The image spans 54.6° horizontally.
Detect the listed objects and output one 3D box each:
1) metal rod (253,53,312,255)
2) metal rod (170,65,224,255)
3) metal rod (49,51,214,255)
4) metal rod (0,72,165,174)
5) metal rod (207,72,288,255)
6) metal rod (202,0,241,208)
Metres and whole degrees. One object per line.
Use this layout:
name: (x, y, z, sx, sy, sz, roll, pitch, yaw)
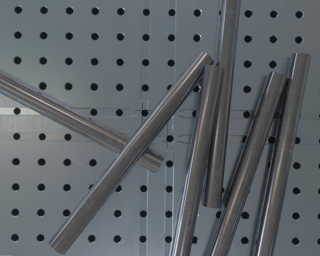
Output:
metal rod: (0.161, 0.050, 0.414, 0.025, 0.025, 0.299, 11, 90, 0)
metal rod: (0.044, 0.069, 0.403, 0.025, 0.025, 0.298, 10, 94, 0)
metal rod: (-0.029, 0.023, 0.388, 0.025, 0.025, 0.300, 38, 80, 0)
metal rod: (-0.133, -0.019, 0.412, 0.301, 0.025, 0.025, 28, 90, 0)
metal rod: (0.110, 0.071, 0.414, 0.025, 0.025, 0.299, 19, 90, 0)
metal rod: (0.083, -0.045, 0.413, 0.025, 0.025, 0.298, 6, 90, 0)
